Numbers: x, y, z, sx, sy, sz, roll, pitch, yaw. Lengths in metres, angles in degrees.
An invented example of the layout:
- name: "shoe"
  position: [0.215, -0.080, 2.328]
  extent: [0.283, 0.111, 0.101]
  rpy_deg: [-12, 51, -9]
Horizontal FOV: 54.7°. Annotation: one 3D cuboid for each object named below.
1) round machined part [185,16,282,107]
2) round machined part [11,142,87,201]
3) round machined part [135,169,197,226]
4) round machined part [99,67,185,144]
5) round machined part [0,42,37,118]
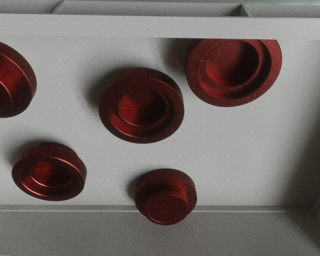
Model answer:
- name: "round machined part"
  position: [0.076, -0.074, 0.336]
  extent: [0.099, 0.042, 0.097]
  rpy_deg: [-1, 130, 0]
- name: "round machined part"
  position: [-0.155, 0.059, 0.446]
  extent: [0.099, 0.042, 0.097]
  rpy_deg: [-1, 130, 0]
- name: "round machined part"
  position: [0.009, 0.115, 0.487]
  extent: [0.099, 0.042, 0.097]
  rpy_deg: [-1, 122, -1]
- name: "round machined part"
  position: [-0.021, -0.030, 0.372]
  extent: [0.099, 0.042, 0.097]
  rpy_deg: [-1, 130, 0]
- name: "round machined part"
  position: [-0.198, -0.048, 0.354]
  extent: [0.099, 0.042, 0.097]
  rpy_deg: [-1, 130, 0]
